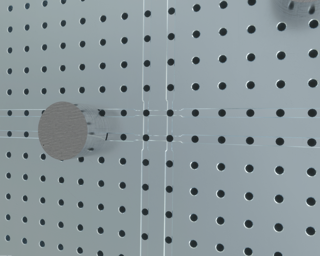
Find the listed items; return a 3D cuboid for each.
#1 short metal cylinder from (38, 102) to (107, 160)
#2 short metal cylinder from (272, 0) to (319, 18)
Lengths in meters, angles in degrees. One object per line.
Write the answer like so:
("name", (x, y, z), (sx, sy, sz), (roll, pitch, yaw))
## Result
("short metal cylinder", (-0.124, 0.004, 0.443), (0.080, 0.050, 0.080), (0, 90, 20))
("short metal cylinder", (0.163, -0.169, 0.342), (0.080, 0.050, 0.080), (0, 90, 20))
